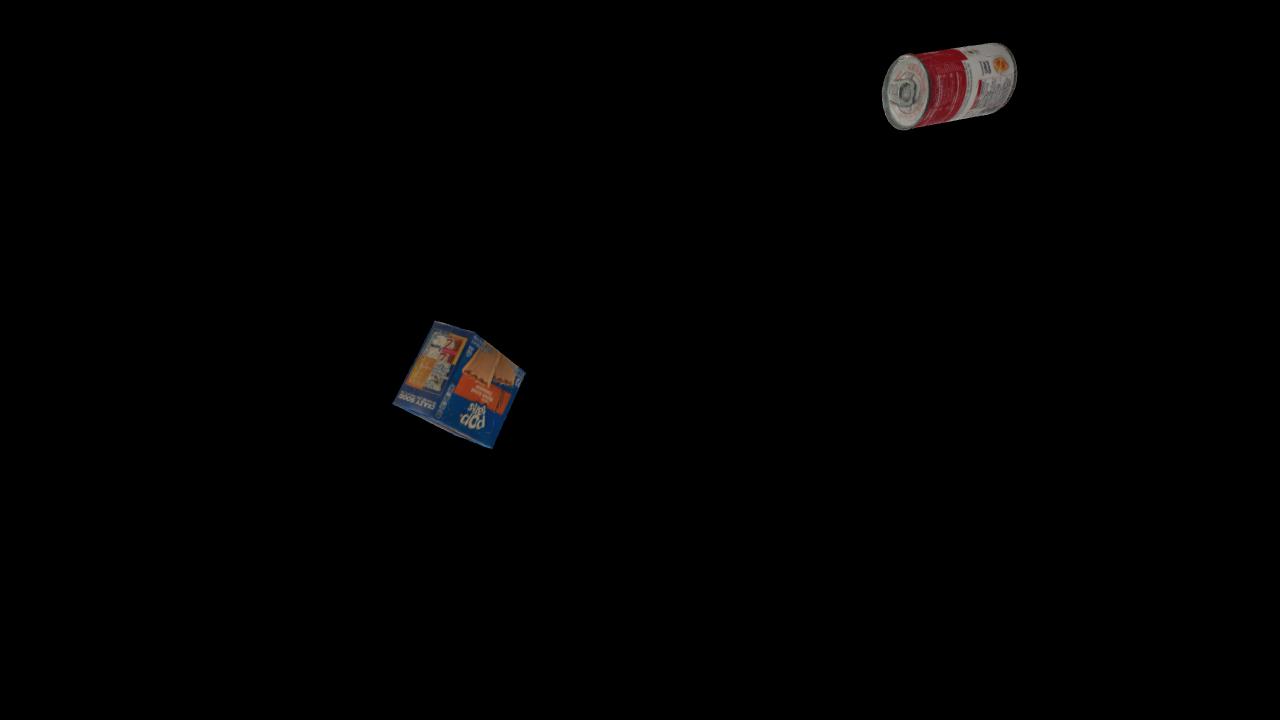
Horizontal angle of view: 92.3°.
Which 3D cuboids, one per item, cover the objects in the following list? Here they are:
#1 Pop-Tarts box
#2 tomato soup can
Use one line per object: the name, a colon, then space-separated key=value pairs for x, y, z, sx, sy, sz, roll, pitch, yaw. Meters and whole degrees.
Pop-Tarts box: x=-0.274 y=0.043 z=0.964 sx=0.083 sy=0.141 sz=0.167 roll=15 pitch=-18 yaw=25
tomato soup can: x=0.299 y=-0.266 z=0.596 sx=0.101 sy=0.068 sz=0.068 roll=-14 pitch=3 yaw=-12
